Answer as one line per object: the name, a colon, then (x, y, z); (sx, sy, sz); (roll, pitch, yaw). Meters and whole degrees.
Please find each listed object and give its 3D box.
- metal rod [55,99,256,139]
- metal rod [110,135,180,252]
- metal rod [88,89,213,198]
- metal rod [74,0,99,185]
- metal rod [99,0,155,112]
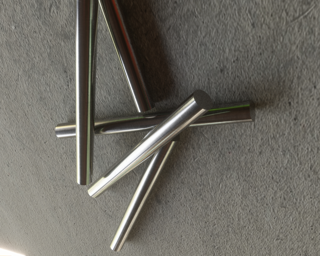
metal rod: (-0.027, -0.007, 0.416); (0.300, 0.025, 0.025); (-5, 116, 30)
metal rod: (-0.034, 0.116, 0.496); (0.025, 0.025, 0.298); (31, 128, 8)
metal rod: (-0.034, 0.039, 0.427); (0.025, 0.025, 0.299); (45, 136, -4)
metal rod: (-0.096, -0.039, 0.399); (0.025, 0.025, 0.298); (21, 127, 15)
metal rod: (-0.061, -0.156, 0.342); (0.025, 0.025, 0.298); (-4, 117, 30)
